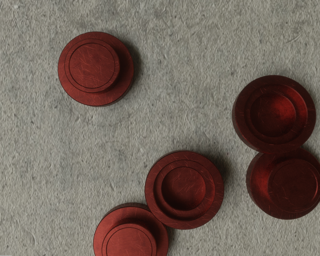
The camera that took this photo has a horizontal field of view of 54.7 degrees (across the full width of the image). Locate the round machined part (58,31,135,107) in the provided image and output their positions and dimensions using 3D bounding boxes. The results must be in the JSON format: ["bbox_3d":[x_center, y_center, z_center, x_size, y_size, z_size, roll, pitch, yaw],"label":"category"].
[{"bbox_3d":[-0.084,-0.077,0.401,0.099,0.042,0.097,0,90,0],"label":"round machined part"}]

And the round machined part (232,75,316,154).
[{"bbox_3d":[0.142,-0.015,0.398,0.099,0.042,0.097,0,82,2],"label":"round machined part"}]

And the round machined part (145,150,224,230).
[{"bbox_3d":[0.030,0.077,0.402,0.099,0.042,0.097,0,90,0],"label":"round machined part"}]

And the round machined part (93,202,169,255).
[{"bbox_3d":[-0.038,0.150,0.401,0.099,0.042,0.097,0,90,0],"label":"round machined part"}]

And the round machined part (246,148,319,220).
[{"bbox_3d":[0.166,0.071,0.403,0.099,0.042,0.097,0,90,0],"label":"round machined part"}]
